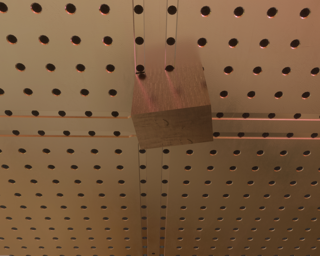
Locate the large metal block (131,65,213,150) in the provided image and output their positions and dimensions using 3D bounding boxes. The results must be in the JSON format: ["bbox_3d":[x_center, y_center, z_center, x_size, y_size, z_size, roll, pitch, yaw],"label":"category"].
[{"bbox_3d":[0.014,-0.025,0.354,0.080,0.080,0.050,-7,130,5],"label":"large metal block"}]
